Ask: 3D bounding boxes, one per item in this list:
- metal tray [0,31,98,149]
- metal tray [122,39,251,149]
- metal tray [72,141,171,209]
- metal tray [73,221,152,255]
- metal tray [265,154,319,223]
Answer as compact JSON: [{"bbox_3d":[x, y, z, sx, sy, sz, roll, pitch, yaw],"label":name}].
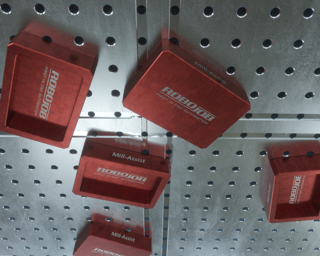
[{"bbox_3d":[-0.138,-0.038,0.374,0.091,0.030,0.129,18,128,-15],"label":"metal tray"},{"bbox_3d":[0.032,-0.035,0.378,0.131,0.030,0.090,28,125,-22],"label":"metal tray"},{"bbox_3d":[-0.059,0.075,0.470,0.131,0.030,0.089,14,129,-12],"label":"metal tray"},{"bbox_3d":[-0.092,0.234,0.606,0.131,0.030,0.090,24,126,-19],"label":"metal tray"},{"bbox_3d":[0.220,0.100,0.494,0.090,0.030,0.129,-7,130,5],"label":"metal tray"}]
